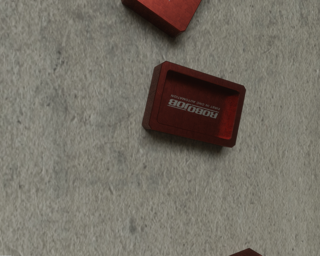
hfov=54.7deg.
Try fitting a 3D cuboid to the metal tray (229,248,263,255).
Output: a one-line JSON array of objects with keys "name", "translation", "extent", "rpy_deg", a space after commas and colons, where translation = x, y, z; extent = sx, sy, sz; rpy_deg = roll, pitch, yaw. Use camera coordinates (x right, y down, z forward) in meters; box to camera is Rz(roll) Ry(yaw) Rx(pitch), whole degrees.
[{"name": "metal tray", "translation": [0.116, 0.254, 0.451], "extent": [0.091, 0.030, 0.129], "rpy_deg": [-11, 94, -20]}]

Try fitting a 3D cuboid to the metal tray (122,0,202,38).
[{"name": "metal tray", "translation": [0.018, -0.200, 0.414], "extent": [0.090, 0.030, 0.130], "rpy_deg": [30, 80, -18]}]

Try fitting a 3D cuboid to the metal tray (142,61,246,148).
[{"name": "metal tray", "translation": [0.049, -0.029, 0.425], "extent": [0.131, 0.030, 0.090], "rpy_deg": [13, 85, -20]}]
